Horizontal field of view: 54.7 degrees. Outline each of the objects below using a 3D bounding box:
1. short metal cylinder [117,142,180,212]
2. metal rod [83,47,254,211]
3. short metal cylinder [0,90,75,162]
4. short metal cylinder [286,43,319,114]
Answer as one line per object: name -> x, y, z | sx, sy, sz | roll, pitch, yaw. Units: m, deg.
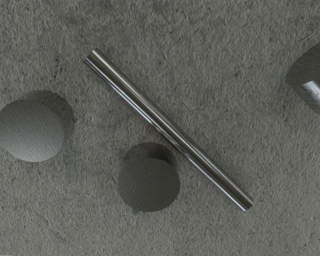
short metal cylinder -> -0.014, 0.066, 0.421 | 0.081, 0.050, 0.079 | 0, 110, 0
metal rod -> 0.020, 0.011, 0.413 | 0.025, 0.025, 0.300 | -43, 105, 14
short metal cylinder -> -0.155, -0.004, 0.394 | 0.081, 0.050, 0.079 | 0, 110, 0
short metal cylinder -> 0.197, -0.062, 0.360 | 0.050, 0.080, 0.080 | 42, 105, -14
